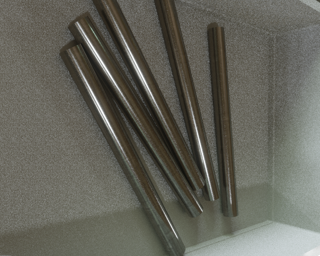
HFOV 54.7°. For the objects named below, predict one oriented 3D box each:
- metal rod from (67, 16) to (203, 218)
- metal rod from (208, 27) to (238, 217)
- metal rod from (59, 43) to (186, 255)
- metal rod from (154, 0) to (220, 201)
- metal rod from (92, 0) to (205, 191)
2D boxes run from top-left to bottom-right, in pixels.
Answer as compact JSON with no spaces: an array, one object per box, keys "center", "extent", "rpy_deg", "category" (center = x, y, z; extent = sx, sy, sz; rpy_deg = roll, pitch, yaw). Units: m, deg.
[{"center":[-0.018,0.003,0.392],"extent":[0.025,0.025,0.299],"rpy_deg":[-46,118,-31],"category":"metal rod"},{"center":[0.101,-0.006,0.494],"extent":[0.025,0.025,0.298],"rpy_deg":[-10,96,-40],"category":"metal rod"},{"center":[-0.036,0.043,0.378],"extent":[0.025,0.025,0.299],"rpy_deg":[-39,114,-33],"category":"metal rod"},{"center":[0.042,-0.034,0.444],"extent":[0.025,0.025,0.298],"rpy_deg":[-25,106,-38],"category":"metal rod"},{"center":[-0.009,-0.040,0.400],"extent":[0.025,0.025,0.299],"rpy_deg":[-41,115,-32],"category":"metal rod"}]
